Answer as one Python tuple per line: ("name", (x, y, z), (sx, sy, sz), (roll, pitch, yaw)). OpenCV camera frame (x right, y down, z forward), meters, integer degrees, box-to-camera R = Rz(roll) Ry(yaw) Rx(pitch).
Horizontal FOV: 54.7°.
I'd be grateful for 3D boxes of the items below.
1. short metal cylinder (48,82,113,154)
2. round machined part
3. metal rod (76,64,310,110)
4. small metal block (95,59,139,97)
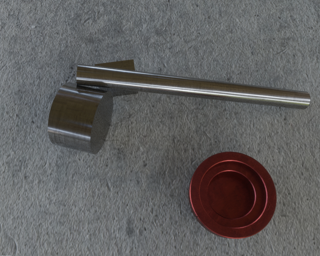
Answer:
("short metal cylinder", (-0.095, -0.012, 0.383), (0.050, 0.080, 0.080), (13, 71, 5))
("round machined part", (0.083, 0.081, 0.370), (0.099, 0.042, 0.098), (0, 70, 0))
("metal rod", (0.050, -0.051, 0.397), (0.302, 0.025, 0.025), (5, 70, -11))
("small metal block", (-0.057, -0.066, 0.418), (0.050, 0.050, 0.025), (-8, 70, -3))
